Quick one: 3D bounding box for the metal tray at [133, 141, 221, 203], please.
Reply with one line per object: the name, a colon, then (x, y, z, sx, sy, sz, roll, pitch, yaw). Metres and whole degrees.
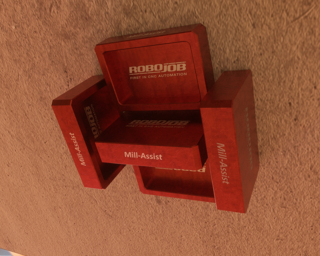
metal tray: (0.025, 0.053, 0.426, 0.130, 0.030, 0.089, 1, 118, 27)

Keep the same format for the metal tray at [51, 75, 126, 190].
metal tray: (-0.082, 0.005, 0.413, 0.030, 0.090, 0.129, 1, 119, 27)

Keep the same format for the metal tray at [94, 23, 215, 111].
metal tray: (-0.005, -0.067, 0.367, 0.130, 0.030, 0.089, 0, 122, 28)

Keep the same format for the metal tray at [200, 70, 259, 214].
metal tray: (0.080, 0.013, 0.332, 0.030, 0.090, 0.129, 1, 119, 28)

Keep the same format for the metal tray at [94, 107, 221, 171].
metal tray: (0.000, 0.008, 0.373, 0.130, 0.090, 0.030, 1, 120, 27)
